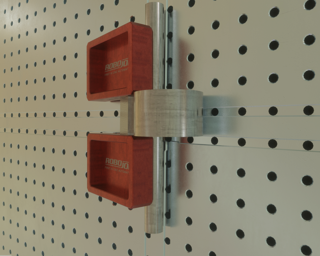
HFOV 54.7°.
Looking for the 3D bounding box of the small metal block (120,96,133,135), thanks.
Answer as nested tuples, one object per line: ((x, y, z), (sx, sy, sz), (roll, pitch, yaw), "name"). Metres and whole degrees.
((-0.037, -0.016, 0.421), (0.050, 0.025, 0.050), (-177, 88, -71), "small metal block")

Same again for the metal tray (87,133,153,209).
((-0.060, 0.053, 0.433), (0.130, 0.030, 0.089), (1, 91, 52), "metal tray")

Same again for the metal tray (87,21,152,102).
((-0.061, -0.086, 0.434), (0.130, 0.030, 0.089), (0, 90, 52), "metal tray")

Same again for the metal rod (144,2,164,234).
((-0.008, -0.013, 0.410), (0.025, 0.025, 0.298), (0, 90, 40), "metal rod")

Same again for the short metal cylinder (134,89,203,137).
((0.010, -0.016, 0.361), (0.080, 0.081, 0.050), (0, 90, 40), "short metal cylinder")
